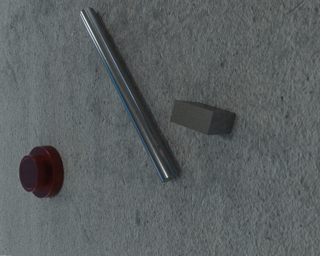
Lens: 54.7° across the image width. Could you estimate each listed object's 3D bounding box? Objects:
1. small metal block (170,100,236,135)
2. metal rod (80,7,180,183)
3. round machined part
[{"bbox_3d":[0.049,-0.012,0.347,0.050,0.050,0.025,22,104,37],"label":"small metal block"},{"bbox_3d":[-0.051,-0.060,0.444,0.025,0.025,0.299,-42,65,32],"label":"metal rod"},{"bbox_3d":[-0.226,0.082,0.576,0.098,0.042,0.097,0,90,39],"label":"round machined part"}]
